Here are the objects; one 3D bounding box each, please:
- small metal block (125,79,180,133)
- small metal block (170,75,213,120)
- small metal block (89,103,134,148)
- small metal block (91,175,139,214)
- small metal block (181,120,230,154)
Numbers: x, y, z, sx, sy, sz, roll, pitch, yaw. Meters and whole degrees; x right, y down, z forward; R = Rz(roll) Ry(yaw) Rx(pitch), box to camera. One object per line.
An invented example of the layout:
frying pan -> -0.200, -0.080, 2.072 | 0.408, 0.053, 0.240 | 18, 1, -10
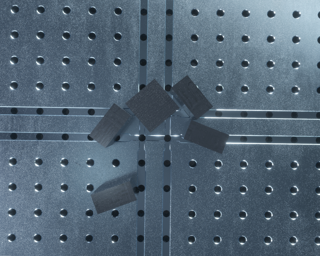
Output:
small metal block -> -0.010, -0.029, 0.413 | 0.050, 0.025, 0.050 | -40, 91, 0
small metal block -> 0.039, -0.038, 0.401 | 0.025, 0.050, 0.050 | -39, 91, 0
small metal block -> -0.061, -0.003, 0.400 | 0.025, 0.050, 0.050 | 38, 90, -1
small metal block -> -0.056, 0.084, 0.400 | 0.050, 0.050, 0.025 | -20, 90, 0
small metal block -> 0.057, 0.011, 0.402 | 0.050, 0.050, 0.025 | 22, 90, -1
